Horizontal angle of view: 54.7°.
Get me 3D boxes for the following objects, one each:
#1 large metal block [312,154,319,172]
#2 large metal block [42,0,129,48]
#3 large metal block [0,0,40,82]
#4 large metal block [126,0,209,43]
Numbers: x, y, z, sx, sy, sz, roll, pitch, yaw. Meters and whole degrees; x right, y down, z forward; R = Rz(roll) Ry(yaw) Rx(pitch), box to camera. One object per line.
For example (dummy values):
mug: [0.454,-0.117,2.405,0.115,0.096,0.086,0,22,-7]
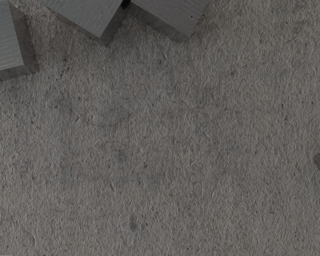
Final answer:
large metal block: [0.262,0.058,0.399,0.080,0.050,0.080,-27,90,0]
large metal block: [-0.086,-0.163,0.397,0.080,0.050,0.080,31,90,0]
large metal block: [-0.212,-0.105,0.396,0.080,0.050,0.080,-14,90,0]
large metal block: [0.015,-0.166,0.389,0.080,0.050,0.080,27,90,-13]
